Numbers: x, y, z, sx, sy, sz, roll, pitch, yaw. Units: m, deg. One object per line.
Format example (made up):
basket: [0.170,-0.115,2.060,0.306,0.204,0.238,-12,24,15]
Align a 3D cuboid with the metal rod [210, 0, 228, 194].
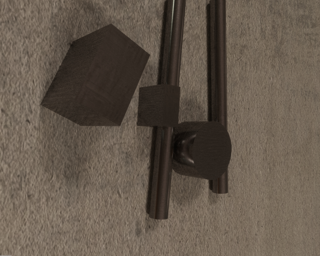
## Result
metal rod: [0.092,-0.048,0.484,0.025,0.025,0.298,-2,91,-40]

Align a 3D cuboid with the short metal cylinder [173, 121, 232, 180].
short metal cylinder: [0.056,0.030,0.438,0.081,0.050,0.079,0,90,-40]

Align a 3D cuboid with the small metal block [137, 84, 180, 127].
small metal block: [-0.002,-0.026,0.388,0.025,0.050,0.050,6,86,-40]

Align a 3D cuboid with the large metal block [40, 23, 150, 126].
large metal block: [-0.067,-0.049,0.314,0.050,0.080,0.080,33,70,-36]

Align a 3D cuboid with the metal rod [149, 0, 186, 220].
metal rod: [0.011,-0.031,0.415,0.025,0.025,0.298,8,85,-40]
